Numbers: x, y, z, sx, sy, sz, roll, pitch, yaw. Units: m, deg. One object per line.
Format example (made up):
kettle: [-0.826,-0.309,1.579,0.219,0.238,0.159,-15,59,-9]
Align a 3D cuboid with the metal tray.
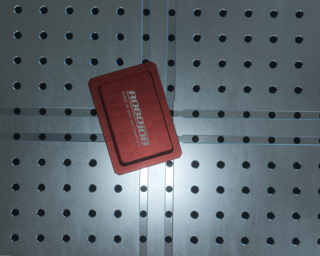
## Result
metal tray: [-0.032,-0.013,0.410,0.090,0.030,0.129,-16,90,0]
